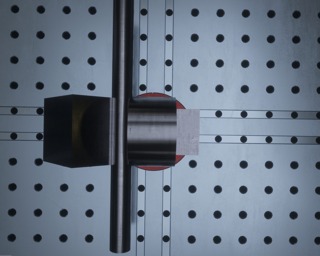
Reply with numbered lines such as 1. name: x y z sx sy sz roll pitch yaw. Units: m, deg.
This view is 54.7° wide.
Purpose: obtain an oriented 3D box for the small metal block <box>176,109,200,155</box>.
1. small metal block: 0.030 0.004 0.359 0.025 0.050 0.050 1 90 0

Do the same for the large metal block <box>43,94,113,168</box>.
1. large metal block: -0.102 0.003 0.379 0.050 0.080 0.079 1 90 -42

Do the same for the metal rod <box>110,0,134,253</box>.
1. metal rod: -0.046 -0.004 0.371 0.025 0.025 0.298 1 90 -1

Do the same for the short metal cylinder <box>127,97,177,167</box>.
1. short metal cylinder: -0.008 0.004 0.356 0.050 0.080 0.079 1 90 0

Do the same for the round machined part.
1. round machined part: -0.008 0.004 0.404 0.099 0.042 0.097 0 90 -1
